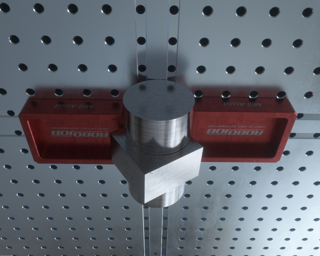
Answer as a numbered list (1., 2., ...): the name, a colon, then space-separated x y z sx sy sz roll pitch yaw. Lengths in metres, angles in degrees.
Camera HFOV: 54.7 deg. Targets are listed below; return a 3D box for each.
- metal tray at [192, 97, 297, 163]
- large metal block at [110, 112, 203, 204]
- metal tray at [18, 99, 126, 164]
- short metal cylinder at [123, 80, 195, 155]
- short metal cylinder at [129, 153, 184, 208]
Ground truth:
1. metal tray: 0.102 0.005 0.413 0.131 0.030 0.089 1 130 -1
2. large metal block: -0.006 0.033 0.384 0.081 0.080 0.050 -22 136 -27
3. metal tray: -0.107 0.007 0.413 0.131 0.030 0.089 1 130 -1
4. short metal cylinder: -0.002 -0.014 0.363 0.081 0.080 0.050 1 130 -1
5. short metal cylinder: -0.004 0.062 0.428 0.081 0.080 0.050 1 130 -1
